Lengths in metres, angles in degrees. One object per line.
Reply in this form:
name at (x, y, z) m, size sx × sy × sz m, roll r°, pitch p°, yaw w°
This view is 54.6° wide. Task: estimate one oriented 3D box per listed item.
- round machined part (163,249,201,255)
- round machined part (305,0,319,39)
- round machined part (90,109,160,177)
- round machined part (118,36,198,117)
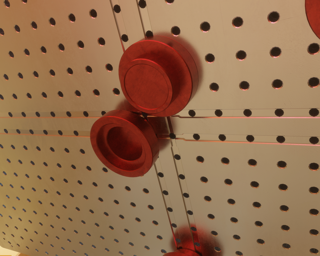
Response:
round machined part at (0.045, 0.247, 0.529) m, size 0.098 × 0.042 × 0.097 m, roll 13°, pitch 124°, yaw 21°
round machined part at (0.169, -0.106, 0.246) m, size 0.098 × 0.042 × 0.097 m, roll 13°, pitch 124°, yaw 21°
round machined part at (-0.045, 0.018, 0.435) m, size 0.098 × 0.042 × 0.097 m, roll 13°, pitch 124°, yaw 21°
round machined part at (-0.008, -0.056, 0.370) m, size 0.098 × 0.042 × 0.097 m, roll 13°, pitch 124°, yaw 21°
